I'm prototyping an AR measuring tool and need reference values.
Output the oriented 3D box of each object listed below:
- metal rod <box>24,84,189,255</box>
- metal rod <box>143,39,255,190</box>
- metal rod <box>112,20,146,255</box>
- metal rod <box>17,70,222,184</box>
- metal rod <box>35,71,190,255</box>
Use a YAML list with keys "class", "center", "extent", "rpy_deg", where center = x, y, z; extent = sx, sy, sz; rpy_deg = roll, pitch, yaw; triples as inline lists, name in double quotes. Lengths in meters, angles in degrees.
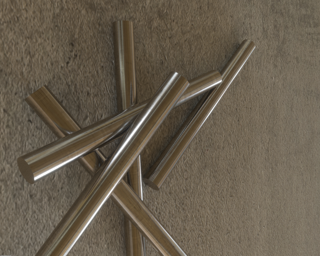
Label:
- class: "metal rod"
  center: [-0.037, 0.080, 0.346]
  extent: [0.025, 0.025, 0.300]
  rpy_deg: [-46, 109, -30]
- class: "metal rod"
  center: [0.070, -0.035, 0.462]
  extent: [0.301, 0.025, 0.025]
  rpy_deg: [-53, 121, -27]
- class: "metal rod"
  center: [-0.036, 0.025, 0.374]
  extent: [0.025, 0.025, 0.298]
  rpy_deg: [-5, 93, -40]
- class: "metal rod"
  center: [-0.015, -0.020, 0.359]
  extent: [0.302, 0.025, 0.025]
  rpy_deg: [-30, 109, -43]
- class: "metal rod"
  center: [-0.065, 0.068, 0.305]
  extent: [0.025, 0.025, 0.300]
  rpy_deg: [42, 78, -32]
